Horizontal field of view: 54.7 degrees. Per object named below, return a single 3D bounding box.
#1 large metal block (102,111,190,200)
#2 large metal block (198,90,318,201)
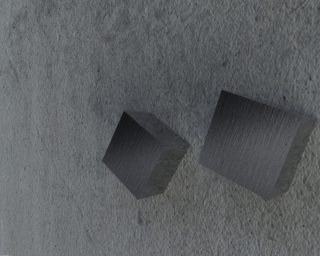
[{"bbox_3d":[-0.020,0.033,0.406,0.080,0.050,0.079,40,114,33],"label":"large metal block"},{"bbox_3d":[0.095,0.013,0.310,0.080,0.050,0.079,26,106,37],"label":"large metal block"}]
